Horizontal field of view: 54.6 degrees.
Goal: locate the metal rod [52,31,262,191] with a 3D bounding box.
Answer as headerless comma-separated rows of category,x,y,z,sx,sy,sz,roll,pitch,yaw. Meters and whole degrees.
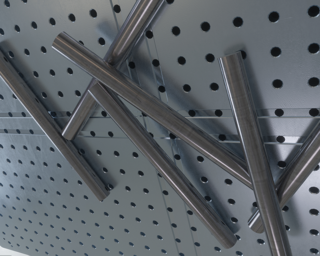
metal rod,0.002,-0.017,0.378,0.301,0.025,0.025,35,129,-4

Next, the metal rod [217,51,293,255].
metal rod,0.119,0.061,0.360,0.025,0.025,0.299,-10,106,32

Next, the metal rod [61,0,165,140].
metal rod,-0.066,-0.076,0.399,0.025,0.025,0.298,42,129,-1

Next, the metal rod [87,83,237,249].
metal rod,0.011,0.057,0.425,0.025,0.025,0.300,-28,108,37

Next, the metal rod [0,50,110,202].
metal rod,-0.180,-0.002,0.505,0.025,0.025,0.299,-26,105,37

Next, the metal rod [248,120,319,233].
metal rod,0.168,0.020,0.334,0.025,0.025,0.298,27,128,11
